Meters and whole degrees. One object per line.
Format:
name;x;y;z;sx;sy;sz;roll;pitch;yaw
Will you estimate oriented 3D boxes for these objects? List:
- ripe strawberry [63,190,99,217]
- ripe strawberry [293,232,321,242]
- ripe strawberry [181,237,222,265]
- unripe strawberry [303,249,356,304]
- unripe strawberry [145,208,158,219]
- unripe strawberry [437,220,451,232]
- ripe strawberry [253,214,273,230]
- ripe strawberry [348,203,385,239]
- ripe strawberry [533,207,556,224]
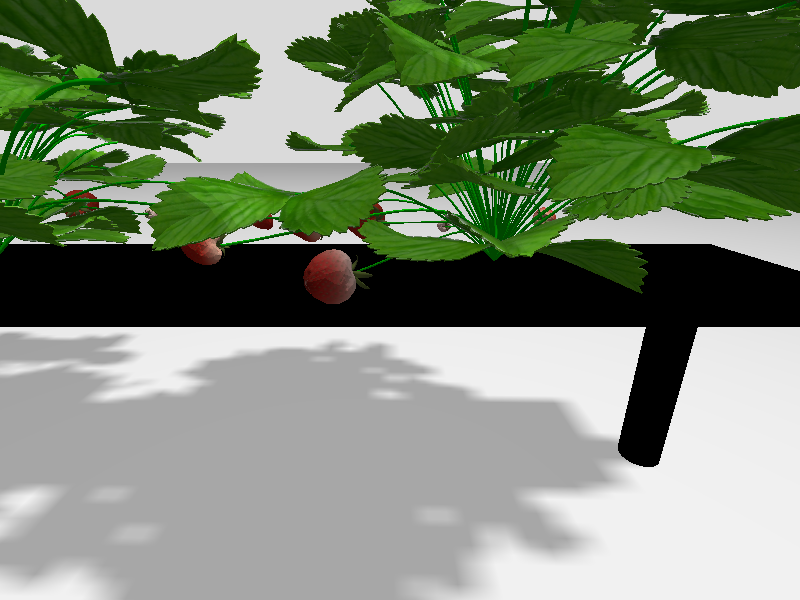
ripe strawberry;-0.443;-0.131;0.560;0.042;0.044;0.045;-7;20;-18
ripe strawberry;-0.098;-0.077;0.423;0.033;0.033;0.036;2;20;23
ripe strawberry;-0.168;-0.046;0.341;0.031;0.033;0.029;-2;21;-3
unripe strawberry;-0.045;-0.014;0.252;0.033;0.034;0.030;-17;26;-37
unripe strawberry;-0.355;-0.124;0.573;0.016;0.017;0.017;1;20;2
unripe strawberry;0.052;-0.089;0.481;0.016;0.014;0.015;-5;21;-13
ripe strawberry;-0.167;-0.097;0.489;0.028;0.025;0.026;26;-17;49
ripe strawberry;-0.040;-0.088;0.437;0.043;0.043;0.047;13;24;33
ripe strawberry;0.178;-0.099;0.493;0.027;0.028;0.029;13;17;30
